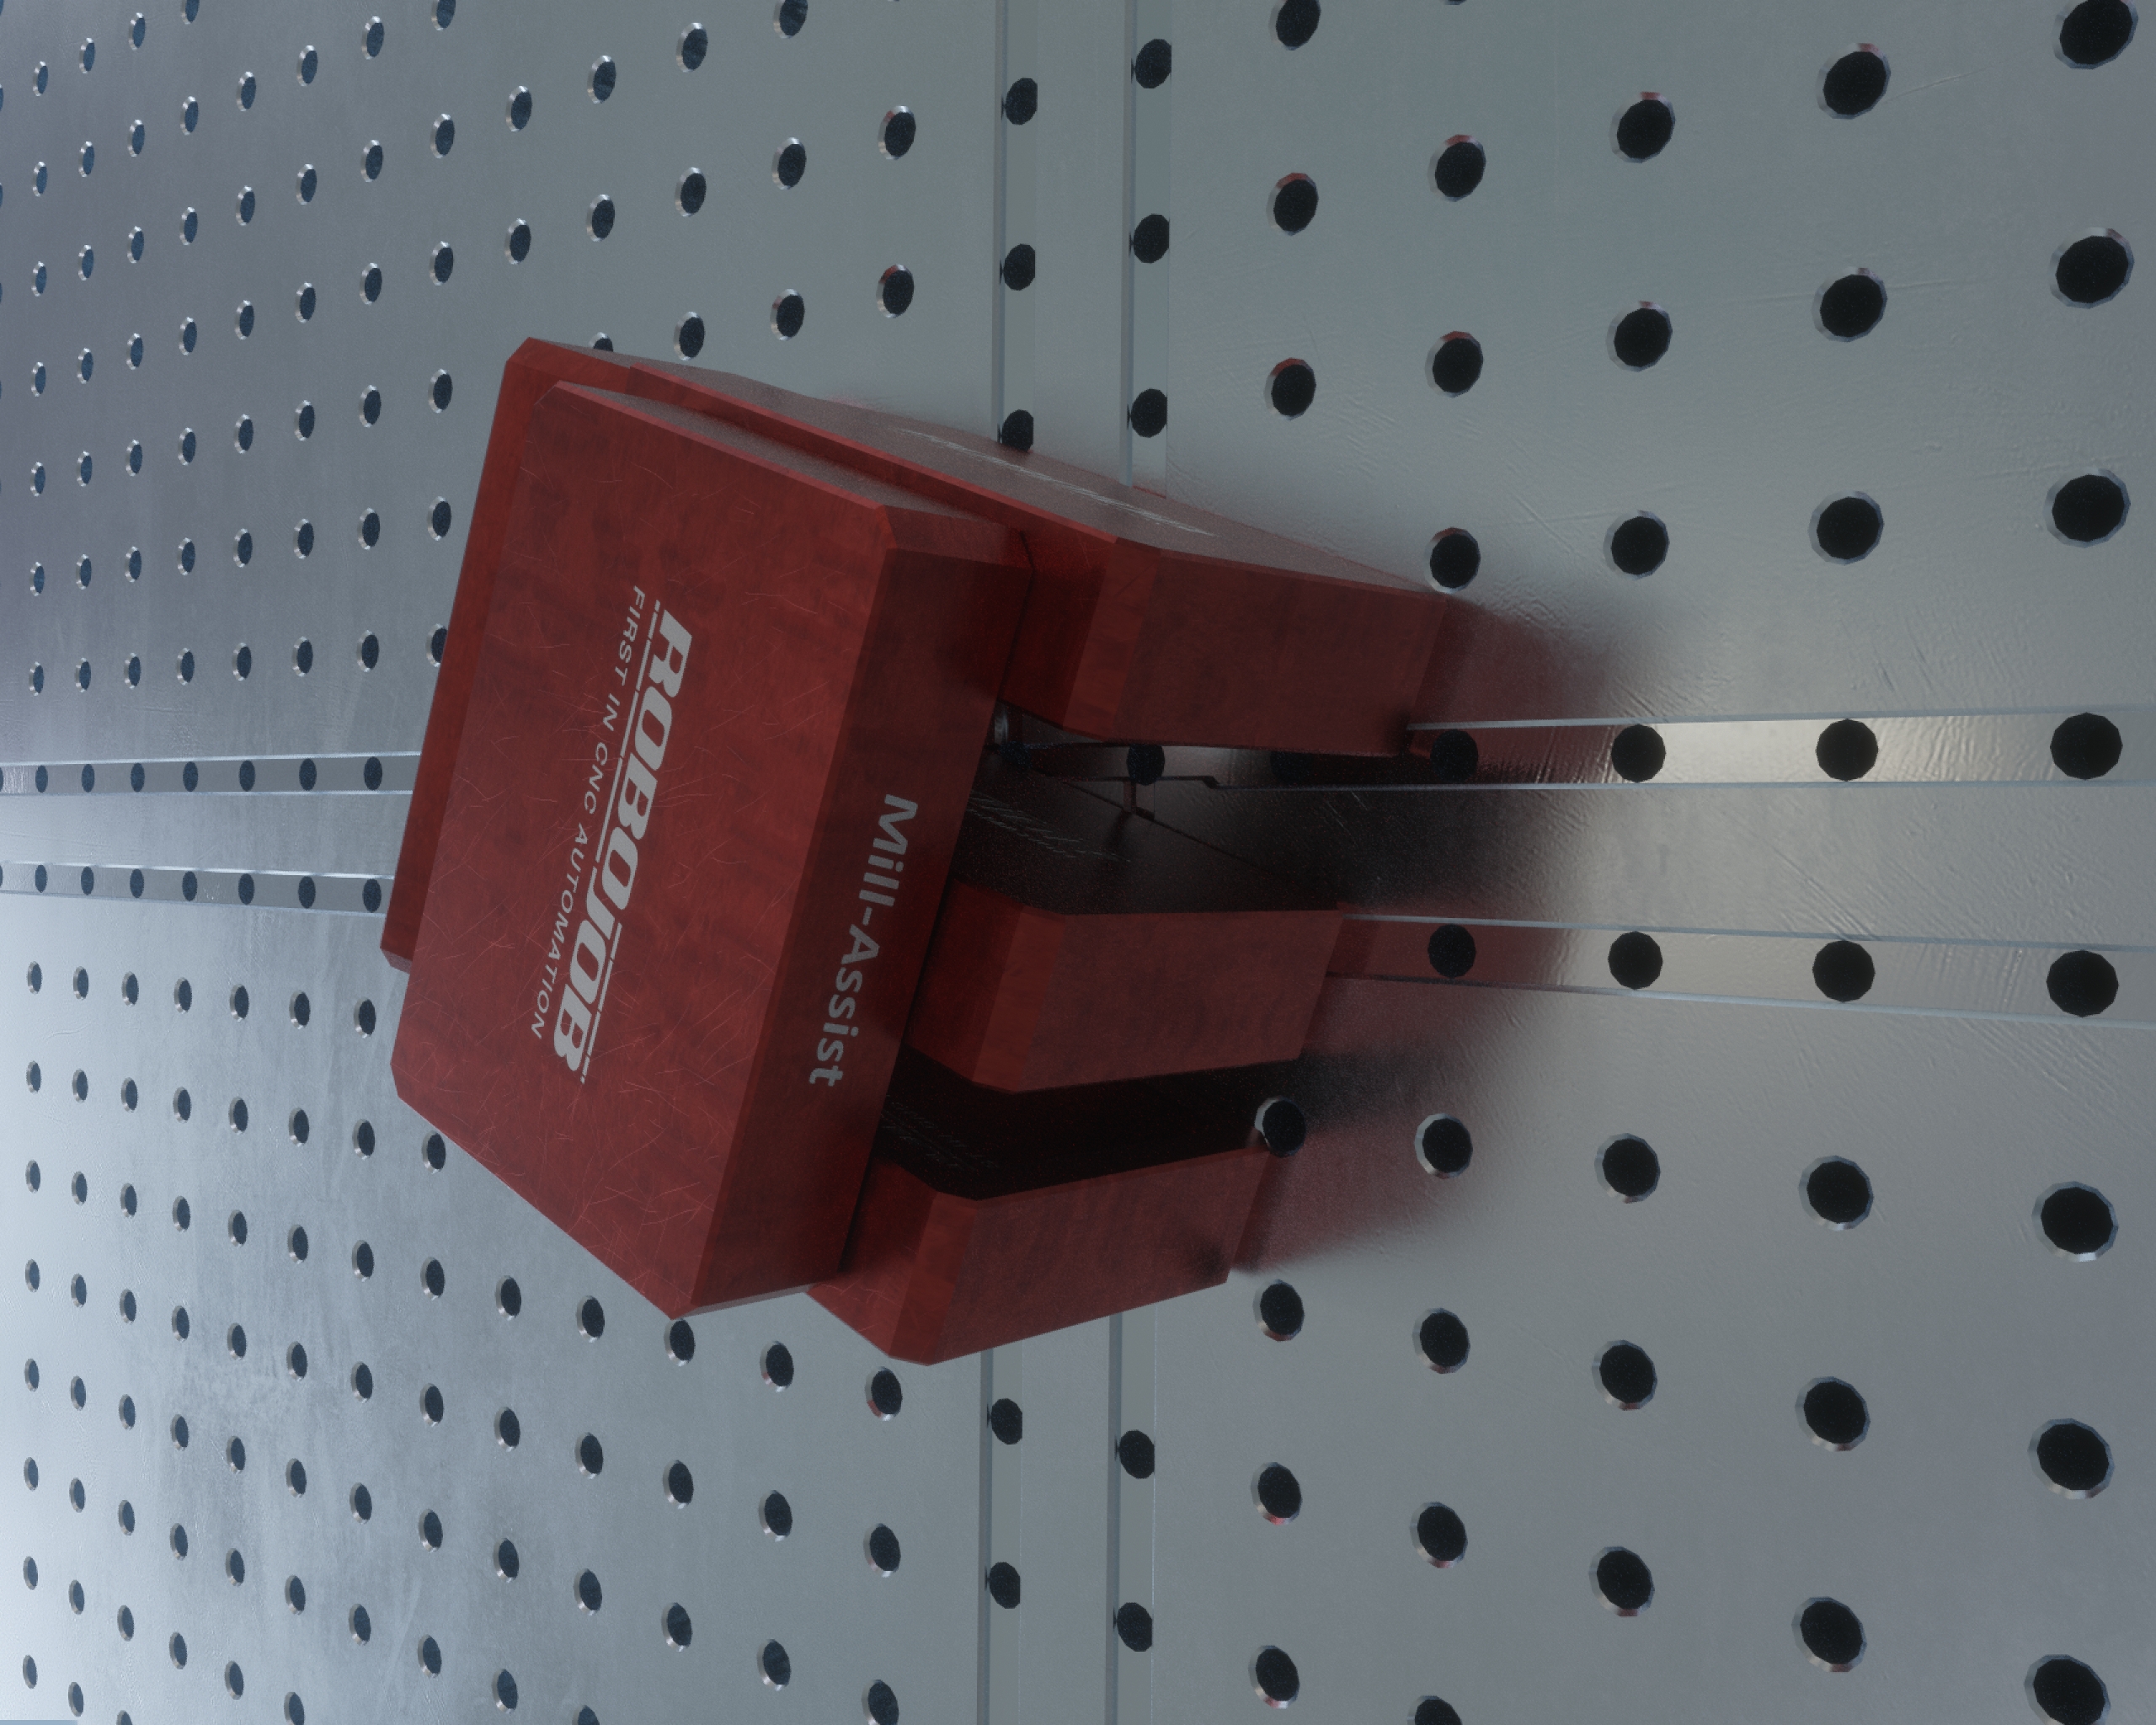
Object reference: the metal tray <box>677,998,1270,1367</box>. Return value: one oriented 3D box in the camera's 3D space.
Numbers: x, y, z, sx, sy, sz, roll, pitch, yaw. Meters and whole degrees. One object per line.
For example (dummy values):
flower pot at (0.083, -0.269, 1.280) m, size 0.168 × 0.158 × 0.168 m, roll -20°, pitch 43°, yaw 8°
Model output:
metal tray at (-0.041, 0.044, 0.401) m, size 0.130 × 0.091 × 0.030 m, roll 27°, pitch 107°, yaw 36°

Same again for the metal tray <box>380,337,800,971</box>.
metal tray at (-0.096, -0.040, 0.444) m, size 0.030 × 0.090 × 0.129 m, roll 20°, pitch 104°, yaw 16°

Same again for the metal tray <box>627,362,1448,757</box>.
metal tray at (-0.012, -0.055, 0.376) m, size 0.130 × 0.091 × 0.030 m, roll 27°, pitch 107°, yaw 37°

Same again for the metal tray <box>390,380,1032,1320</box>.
metal tray at (-0.064, -0.004, 0.342) m, size 0.090 × 0.030 × 0.129 m, roll 26°, pitch 107°, yaw 37°

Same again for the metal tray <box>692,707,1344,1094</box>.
metal tray at (-0.028, 0.000, 0.390) m, size 0.130 × 0.091 × 0.030 m, roll 25°, pitch 105°, yaw 36°
